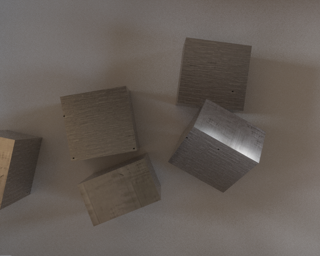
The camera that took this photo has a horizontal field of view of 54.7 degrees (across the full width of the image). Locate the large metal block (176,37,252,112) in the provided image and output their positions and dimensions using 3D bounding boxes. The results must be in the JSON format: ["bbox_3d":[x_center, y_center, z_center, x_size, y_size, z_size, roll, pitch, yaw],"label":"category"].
[{"bbox_3d":[0.066,-0.065,0.399,0.080,0.050,0.080,7,90,0],"label":"large metal block"}]

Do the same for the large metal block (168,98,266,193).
[{"bbox_3d":[0.067,0.024,0.378,0.080,0.080,0.050,29,50,0],"label":"large metal block"}]

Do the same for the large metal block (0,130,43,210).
[{"bbox_3d":[-0.193,0.047,0.382,0.050,0.080,0.080,12,90,0],"label":"large metal block"}]

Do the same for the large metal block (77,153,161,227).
[{"bbox_3d":[-0.045,0.071,0.383,0.080,0.080,0.050,-22,90,0],"label":"large metal block"}]

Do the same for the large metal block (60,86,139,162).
[{"bbox_3d":[-0.074,-0.005,0.398,0.080,0.050,0.080,-10,90,0],"label":"large metal block"}]
